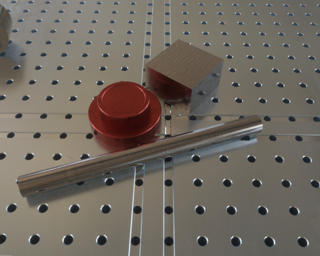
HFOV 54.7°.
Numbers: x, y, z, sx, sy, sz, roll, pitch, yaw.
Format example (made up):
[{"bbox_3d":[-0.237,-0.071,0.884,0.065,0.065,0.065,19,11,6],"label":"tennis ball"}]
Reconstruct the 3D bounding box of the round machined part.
[{"bbox_3d":[-0.047,-0.026,0.417,0.099,0.042,0.098,0,50,0],"label":"round machined part"}]

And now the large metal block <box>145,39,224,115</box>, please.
[{"bbox_3d":[0.035,-0.077,0.457,0.080,0.050,0.080,31,56,23],"label":"large metal block"}]

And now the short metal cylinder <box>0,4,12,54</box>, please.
[{"bbox_3d":[-0.289,-0.165,0.507,0.081,0.080,0.050,-8,51,-7],"label":"short metal cylinder"}]

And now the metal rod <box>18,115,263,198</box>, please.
[{"bbox_3d":[-0.013,0.030,0.381,0.302,0.025,0.025,-14,52,-12],"label":"metal rod"}]
